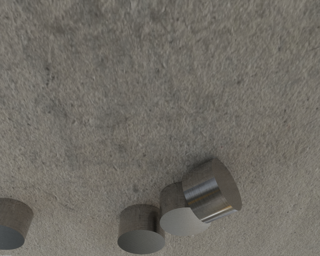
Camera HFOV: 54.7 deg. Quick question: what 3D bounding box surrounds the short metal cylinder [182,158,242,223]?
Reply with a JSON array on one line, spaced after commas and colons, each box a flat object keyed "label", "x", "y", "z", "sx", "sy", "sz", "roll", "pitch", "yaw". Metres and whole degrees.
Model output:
[{"label": "short metal cylinder", "x": 0.076, "y": 0.091, "z": 0.450, "sx": 0.050, "sy": 0.080, "sz": 0.080, "roll": -31, "pitch": 124, "yaw": 23}]

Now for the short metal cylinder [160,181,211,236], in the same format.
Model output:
[{"label": "short metal cylinder", "x": 0.040, "y": 0.132, "z": 0.504, "sx": 0.081, "sy": 0.050, "sz": 0.079, "roll": 0, "pitch": 130, "yaw": 0}]

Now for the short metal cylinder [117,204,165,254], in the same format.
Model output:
[{"label": "short metal cylinder", "x": -0.032, "y": 0.178, "z": 0.542, "sx": 0.081, "sy": 0.050, "sz": 0.079, "roll": 0, "pitch": 130, "yaw": 0}]

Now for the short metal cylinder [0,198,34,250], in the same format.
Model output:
[{"label": "short metal cylinder", "x": -0.264, "y": 0.164, "z": 0.526, "sx": 0.081, "sy": 0.050, "sz": 0.079, "roll": 0, "pitch": 130, "yaw": 0}]
